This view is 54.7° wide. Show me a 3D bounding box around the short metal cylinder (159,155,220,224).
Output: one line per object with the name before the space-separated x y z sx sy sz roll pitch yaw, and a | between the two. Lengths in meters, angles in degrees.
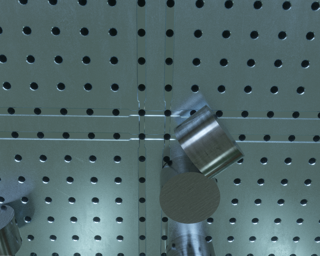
short metal cylinder | 0.039 0.085 0.432 0.081 0.050 0.079 0 110 -1

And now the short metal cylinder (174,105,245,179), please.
short metal cylinder | 0.062 0.017 0.391 0.050 0.080 0.080 -37 106 12

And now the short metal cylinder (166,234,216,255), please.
short metal cylinder | 0.049 0.213 0.479 0.081 0.050 0.079 0 110 -1

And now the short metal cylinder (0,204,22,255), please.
short metal cylinder | -0.243 0.152 0.437 0.081 0.080 0.050 -4 110 1
